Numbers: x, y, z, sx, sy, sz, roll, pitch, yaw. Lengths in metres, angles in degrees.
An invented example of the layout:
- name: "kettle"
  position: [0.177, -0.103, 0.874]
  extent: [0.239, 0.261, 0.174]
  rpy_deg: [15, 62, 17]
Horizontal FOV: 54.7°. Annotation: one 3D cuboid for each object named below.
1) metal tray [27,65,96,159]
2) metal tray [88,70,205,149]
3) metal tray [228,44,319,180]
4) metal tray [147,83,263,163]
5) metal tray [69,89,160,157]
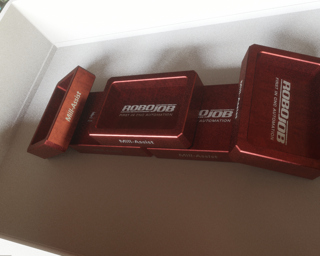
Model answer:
- name: "metal tray"
  position: [-0.150, -0.022, 0.470]
  extent: [0.090, 0.030, 0.130]
  rpy_deg: [-17, 50, 50]
- name: "metal tray"
  position: [-0.018, -0.023, 0.385]
  extent: [0.130, 0.030, 0.090]
  rpy_deg: [1, 61, 28]
- name: "metal tray"
  position: [0.127, -0.020, 0.322]
  extent: [0.090, 0.030, 0.130]
  rpy_deg: [13, 65, 3]
- name: "metal tray"
  position: [0.054, -0.007, 0.378]
  extent: [0.130, 0.030, 0.090]
  rpy_deg: [0, 62, 28]
- name: "metal tray"
  position: [-0.061, -0.009, 0.439]
  extent: [0.130, 0.030, 0.090]
  rpy_deg: [0, 62, 28]
